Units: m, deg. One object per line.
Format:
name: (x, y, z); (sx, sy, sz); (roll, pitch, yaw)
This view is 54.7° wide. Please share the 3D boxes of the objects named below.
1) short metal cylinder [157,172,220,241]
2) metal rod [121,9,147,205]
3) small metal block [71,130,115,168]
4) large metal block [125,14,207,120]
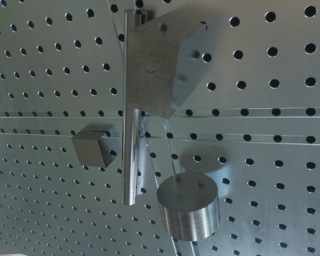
short metal cylinder: (0.039, 0.104, 0.418); (0.080, 0.080, 0.050); (5, 121, 25)
metal rod: (-0.039, -0.006, 0.426); (0.025, 0.025, 0.298); (18, 125, 17)
small metal block: (-0.105, 0.033, 0.485); (0.050, 0.025, 0.050); (3, 120, 26)
large metal block: (0.007, -0.068, 0.329); (0.050, 0.080, 0.079); (19, 126, 17)
